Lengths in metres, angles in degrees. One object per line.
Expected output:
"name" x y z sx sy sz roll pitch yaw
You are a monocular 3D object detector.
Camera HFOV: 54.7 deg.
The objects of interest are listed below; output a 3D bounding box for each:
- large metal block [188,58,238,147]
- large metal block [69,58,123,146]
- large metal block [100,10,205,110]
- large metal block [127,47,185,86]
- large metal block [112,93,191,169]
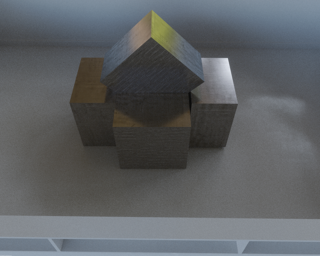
"large metal block" 0.059 -0.032 0.392 0.050 0.080 0.080 0 50 0
"large metal block" -0.074 -0.033 0.395 0.050 0.080 0.080 0 50 0
"large metal block" -0.008 -0.069 0.352 0.080 0.080 0.050 33 40 -33
"large metal block" -0.008 -0.072 0.428 0.081 0.080 0.050 0 50 0
"large metal block" -0.008 0.005 0.363 0.081 0.080 0.050 0 50 0
